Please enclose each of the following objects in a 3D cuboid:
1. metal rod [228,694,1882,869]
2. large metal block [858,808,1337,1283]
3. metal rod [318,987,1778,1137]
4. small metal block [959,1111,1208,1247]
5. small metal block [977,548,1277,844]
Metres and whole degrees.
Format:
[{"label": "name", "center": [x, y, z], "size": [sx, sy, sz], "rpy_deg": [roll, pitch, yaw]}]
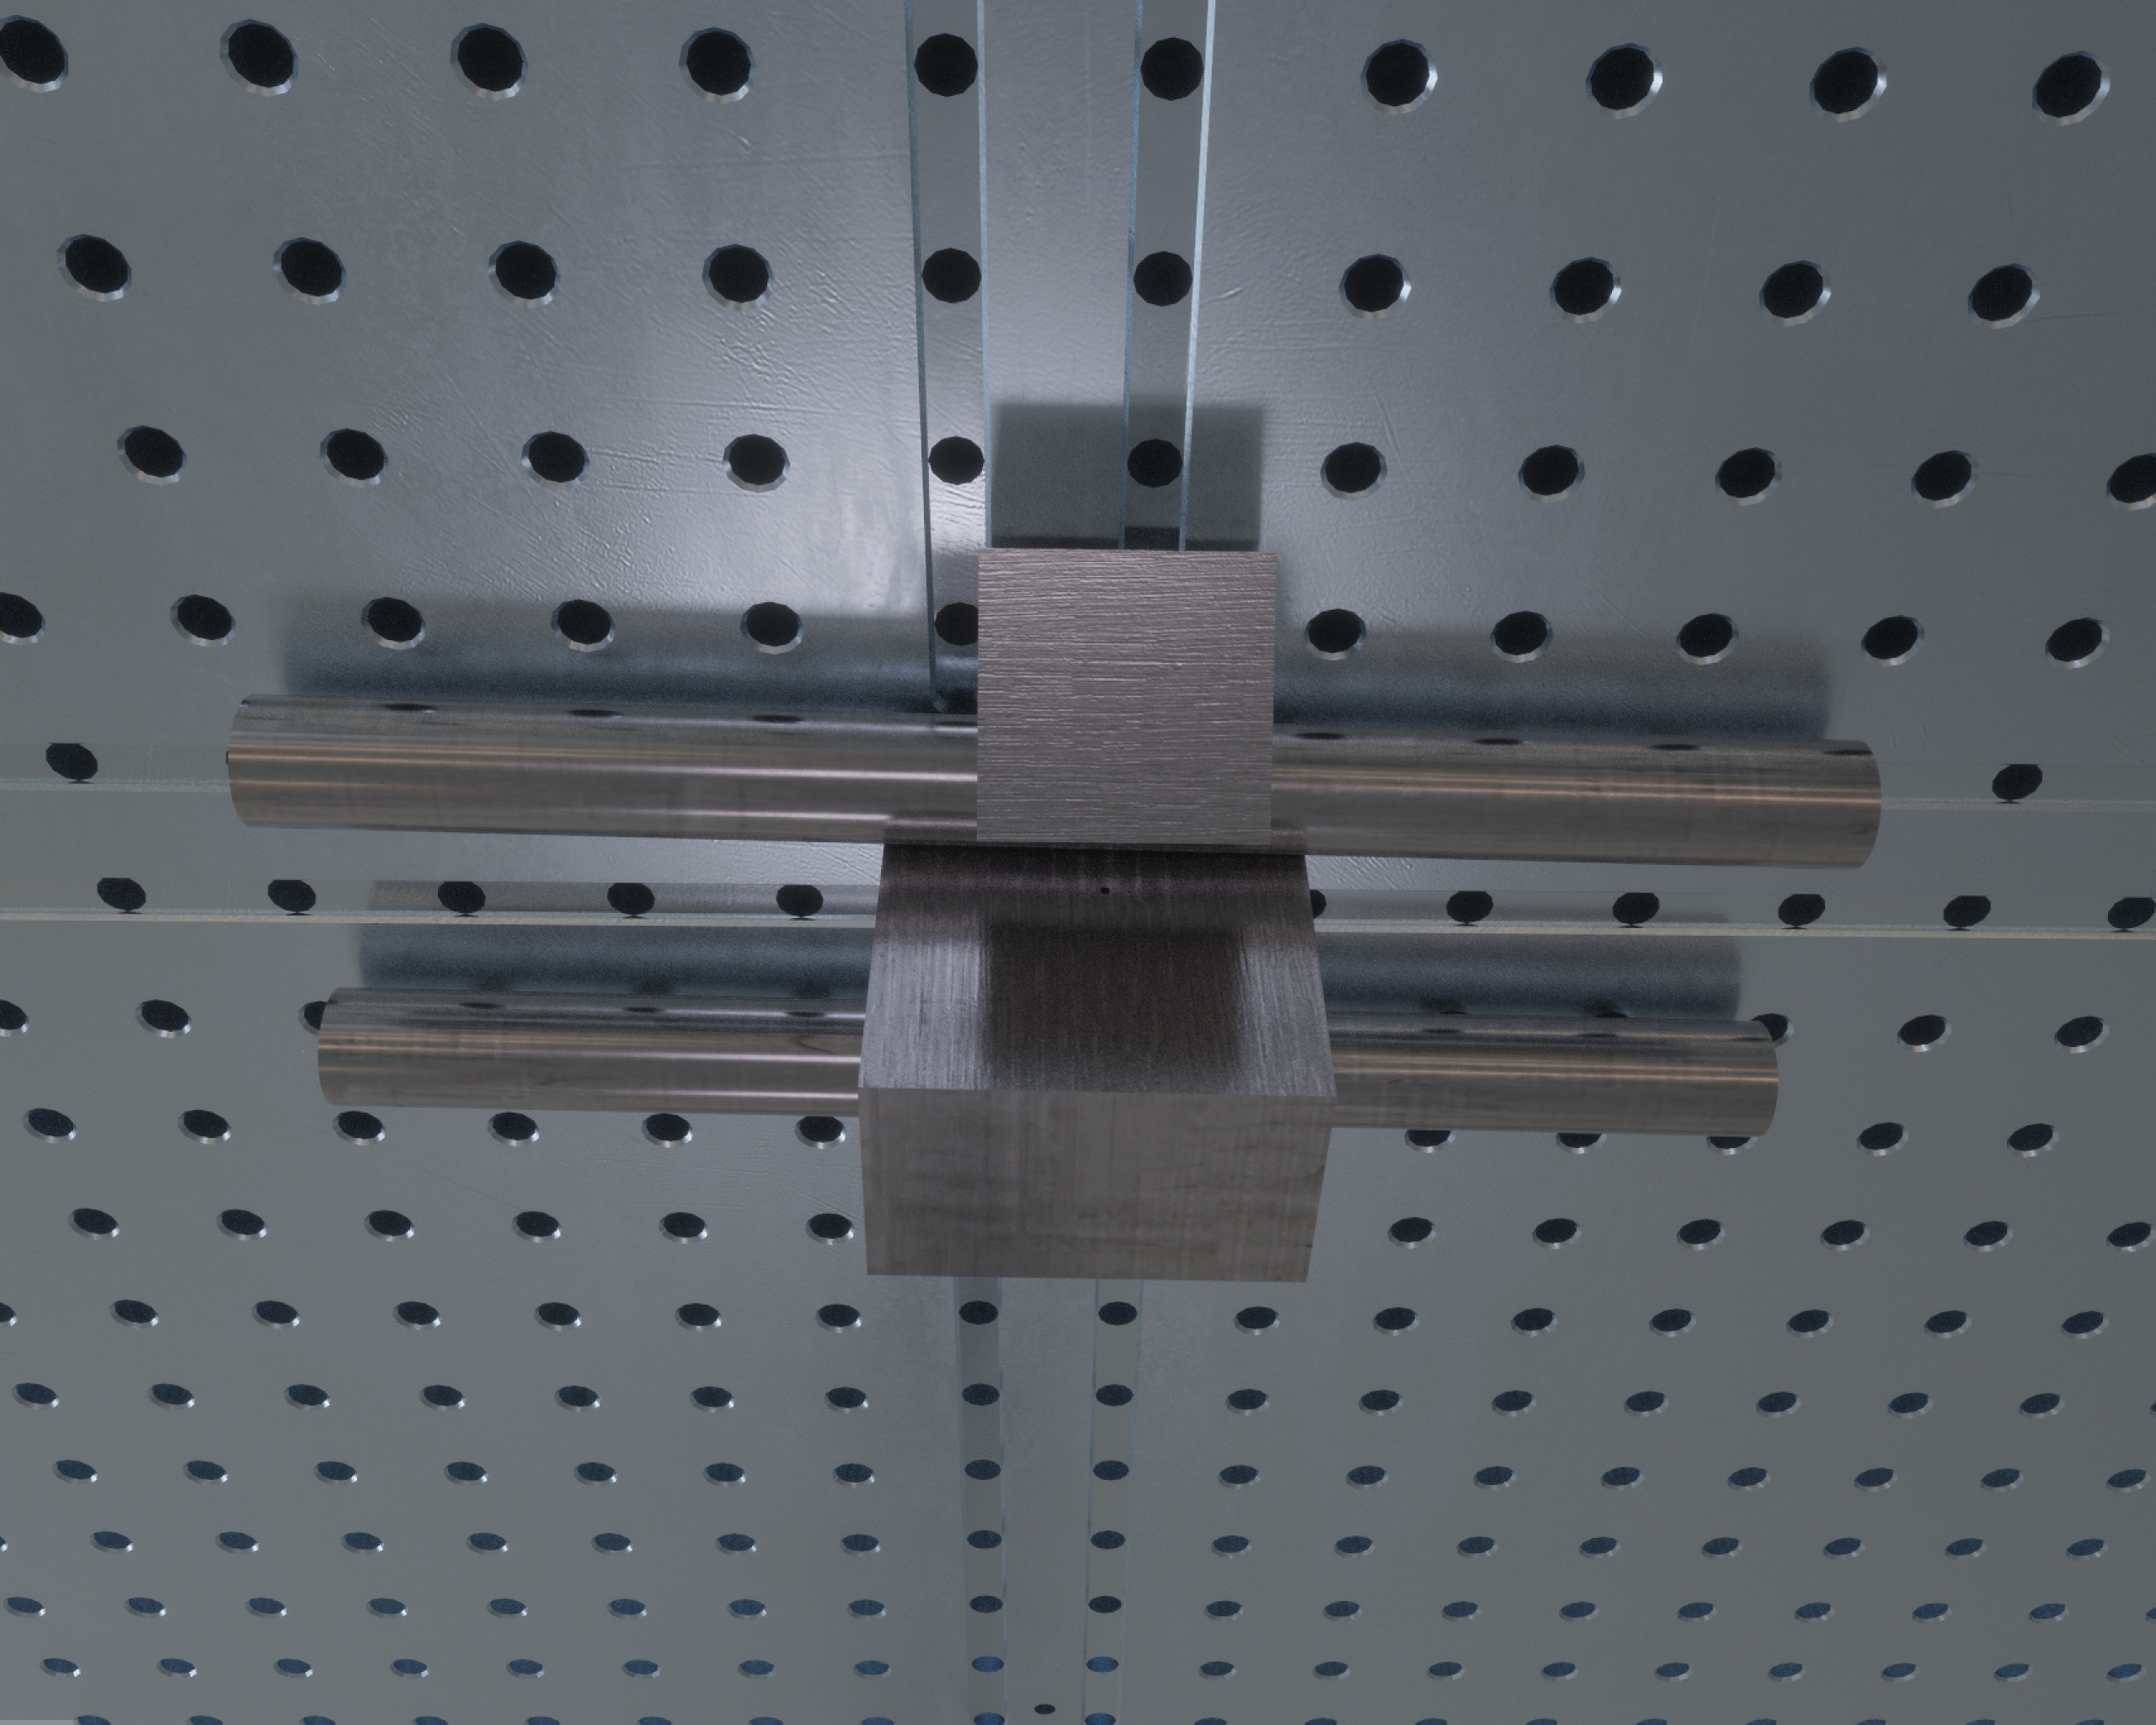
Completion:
[{"label": "metal rod", "center": [-0.002, -0.015, 0.393], "size": [0.302, 0.025, 0.025], "rpy_deg": [2, 130, -2]}, {"label": "large metal block", "center": [0.003, 0.032, 0.397], "size": [0.081, 0.080, 0.050], "rpy_deg": [1, 130, -2]}, {"label": "metal rod", "center": [-0.005, 0.043, 0.444], "size": [0.302, 0.025, 0.025], "rpy_deg": [2, 130, -2]}, {"label": "small metal block", "center": [0.000, 0.069, 0.450], "size": [0.050, 0.025, 0.050], "rpy_deg": [2, 168, -2]}, {"label": "small metal block", "center": [0.008, -0.029, 0.367], "size": [0.050, 0.025, 0.050], "rpy_deg": [1, 96, -1]}]
